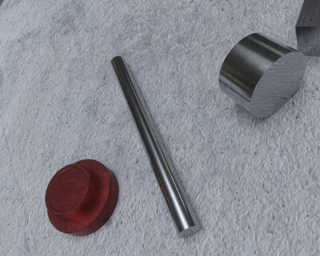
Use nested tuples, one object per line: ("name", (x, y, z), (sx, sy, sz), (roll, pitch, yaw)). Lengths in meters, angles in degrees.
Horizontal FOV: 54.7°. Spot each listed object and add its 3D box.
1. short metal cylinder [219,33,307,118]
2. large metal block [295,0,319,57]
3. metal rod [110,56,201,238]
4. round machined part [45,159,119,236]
("short metal cylinder", (0.113, -0.058, 0.345), (0.080, 0.080, 0.050), (-42, 51, -1))
("large metal block", (0.211, -0.129, 0.357), (0.080, 0.050, 0.080), (12, 68, 33))
("metal rod", (-0.019, 0.000, 0.413), (0.025, 0.025, 0.300), (-31, 52, 8))
("round machined part", (-0.106, 0.084, 0.397), (0.098, 0.042, 0.098), (-13, 56, 21))
